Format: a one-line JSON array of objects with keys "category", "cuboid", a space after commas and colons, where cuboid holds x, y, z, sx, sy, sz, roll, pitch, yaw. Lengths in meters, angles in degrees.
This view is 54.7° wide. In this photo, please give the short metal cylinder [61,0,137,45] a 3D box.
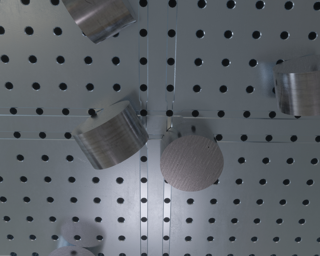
[{"category": "short metal cylinder", "cuboid": [-0.067, -0.138, 0.332, 0.050, 0.080, 0.080, -28, 108, 10]}]

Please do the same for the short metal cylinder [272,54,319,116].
[{"category": "short metal cylinder", "cuboid": [0.178, -0.052, 0.366, 0.080, 0.080, 0.050, -13, 110, 4]}]

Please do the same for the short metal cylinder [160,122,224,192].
[{"category": "short metal cylinder", "cuboid": [0.040, 0.037, 0.414, 0.081, 0.050, 0.079, 0, 110, 0]}]

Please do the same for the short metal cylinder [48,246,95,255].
[{"category": "short metal cylinder", "cuboid": [-0.137, 0.226, 0.466, 0.080, 0.080, 0.050, 15, 110, -6]}]

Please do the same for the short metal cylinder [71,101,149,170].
[{"category": "short metal cylinder", "cuboid": [-0.061, 0.007, 0.386, 0.080, 0.080, 0.050, -25, 108, 9]}]
